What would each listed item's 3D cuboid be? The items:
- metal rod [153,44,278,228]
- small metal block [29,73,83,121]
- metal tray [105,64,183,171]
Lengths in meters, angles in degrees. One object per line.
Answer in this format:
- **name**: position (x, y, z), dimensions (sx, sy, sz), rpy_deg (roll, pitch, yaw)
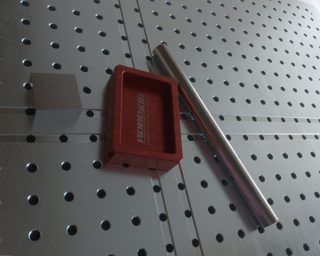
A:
- **metal rod**: position (0.073, 0.002, 0.448), dimensions (0.025, 0.025, 0.299), rpy_deg (-20, 72, -36)
- **small metal block**: position (-0.124, -0.037, 0.365), dimensions (0.050, 0.025, 0.050), rpy_deg (-4, 64, -30)
- **metal tray**: position (-0.021, -0.015, 0.403), dimensions (0.091, 0.030, 0.130), rpy_deg (11, 57, -22)
